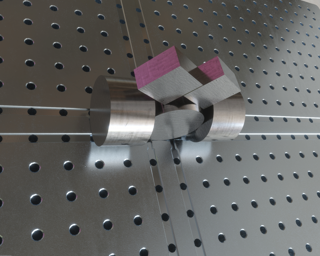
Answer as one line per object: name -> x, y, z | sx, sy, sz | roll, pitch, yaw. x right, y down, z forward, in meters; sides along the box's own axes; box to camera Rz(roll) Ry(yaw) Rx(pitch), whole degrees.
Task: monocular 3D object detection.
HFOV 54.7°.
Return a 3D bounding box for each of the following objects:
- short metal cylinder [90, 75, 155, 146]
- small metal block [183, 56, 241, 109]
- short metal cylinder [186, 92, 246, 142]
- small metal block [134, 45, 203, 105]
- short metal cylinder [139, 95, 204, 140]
short metal cylinder -> -0.046, -0.019, 0.359 | 0.050, 0.080, 0.080 | 1, 61, -28
small metal block -> 0.057, -0.050, 0.355 | 0.050, 0.050, 0.025 | 24, 46, -53
short metal cylinder -> 0.069, -0.021, 0.422 | 0.050, 0.080, 0.080 | 0, 62, -27
small metal block -> 0.009, -0.053, 0.325 | 0.050, 0.050, 0.025 | 25, 45, -54
short metal cylinder -> 0.010, -0.024, 0.393 | 0.081, 0.080, 0.050 | 1, 62, -28
